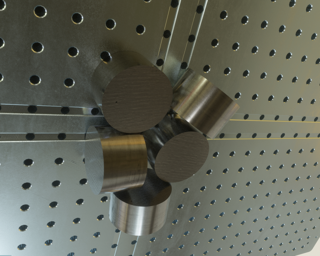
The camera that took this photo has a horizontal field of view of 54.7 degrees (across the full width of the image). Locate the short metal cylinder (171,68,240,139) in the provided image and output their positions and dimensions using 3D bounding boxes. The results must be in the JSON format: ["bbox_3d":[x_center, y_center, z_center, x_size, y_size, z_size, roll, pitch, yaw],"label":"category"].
[{"bbox_3d":[0.051,-0.030,0.384,0.080,0.080,0.050,32,100,-38],"label":"short metal cylinder"}]

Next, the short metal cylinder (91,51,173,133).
[{"bbox_3d":[-0.033,-0.041,0.351,0.081,0.050,0.079,-13,124,-20],"label":"short metal cylinder"}]

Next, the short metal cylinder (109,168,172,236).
[{"bbox_3d":[-0.027,0.097,0.420,0.081,0.080,0.050,-6,122,-25],"label":"short metal cylinder"}]

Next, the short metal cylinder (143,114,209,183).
[{"bbox_3d":[0.019,0.027,0.422,0.081,0.050,0.079,-14,125,-21],"label":"short metal cylinder"}]

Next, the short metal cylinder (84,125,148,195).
[{"bbox_3d":[-0.055,0.036,0.369,0.050,0.080,0.079,-3,120,-28],"label":"short metal cylinder"}]
